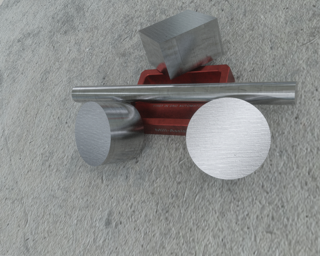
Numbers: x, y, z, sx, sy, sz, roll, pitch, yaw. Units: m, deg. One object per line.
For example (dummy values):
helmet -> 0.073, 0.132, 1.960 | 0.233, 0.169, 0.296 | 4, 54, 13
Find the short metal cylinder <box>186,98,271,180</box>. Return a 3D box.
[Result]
short metal cylinder -> 0.069, 0.012, 0.325 | 0.080, 0.050, 0.080 | -1, 84, 9

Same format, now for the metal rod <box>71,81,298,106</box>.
metal rod -> 0.008, -0.043, 0.389 | 0.300, 0.025, 0.025 | 3, 63, 29

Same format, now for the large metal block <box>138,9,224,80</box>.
large metal block -> 0.027, -0.116, 0.418 | 0.080, 0.050, 0.080 | -26, 34, -9

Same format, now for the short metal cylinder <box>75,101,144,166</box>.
short metal cylinder -> -0.066, 0.006, 0.396 | 0.080, 0.050, 0.079 | 4, 96, 45

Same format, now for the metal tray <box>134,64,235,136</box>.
metal tray -> 0.026, -0.036, 0.411 | 0.130, 0.030, 0.090 | 2, 63, 29
